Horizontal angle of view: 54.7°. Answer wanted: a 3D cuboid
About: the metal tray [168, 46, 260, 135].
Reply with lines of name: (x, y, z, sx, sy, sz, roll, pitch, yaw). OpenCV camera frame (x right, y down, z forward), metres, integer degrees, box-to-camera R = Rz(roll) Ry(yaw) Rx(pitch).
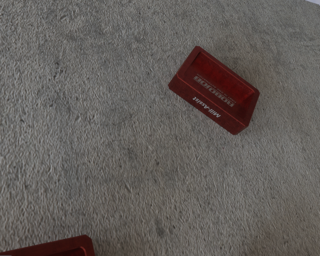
metal tray: (0.087, -0.060, 0.483, 0.130, 0.030, 0.090, 35, 51, -5)

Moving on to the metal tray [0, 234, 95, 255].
metal tray: (-0.106, 0.140, 0.233, 0.131, 0.030, 0.090, 5, 58, -46)
